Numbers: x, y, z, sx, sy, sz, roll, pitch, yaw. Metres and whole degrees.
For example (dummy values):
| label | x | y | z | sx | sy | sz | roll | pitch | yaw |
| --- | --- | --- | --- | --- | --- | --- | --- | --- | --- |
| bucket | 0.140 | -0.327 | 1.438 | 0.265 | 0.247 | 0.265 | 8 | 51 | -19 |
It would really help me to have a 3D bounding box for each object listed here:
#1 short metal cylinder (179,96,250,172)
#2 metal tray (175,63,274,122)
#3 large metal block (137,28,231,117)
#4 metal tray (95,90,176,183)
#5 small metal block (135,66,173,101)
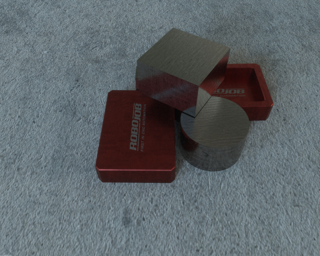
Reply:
| label | x | y | z | sx | sy | sz | roll | pitch | yaw |
| --- | --- | --- | --- | --- | --- | --- | --- | --- | --- |
| short metal cylinder | 0.065 | 0.007 | 0.383 | 0.080 | 0.050 | 0.080 | 0 | 50 | 0 |
| metal tray | 0.085 | -0.052 | 0.446 | 0.131 | 0.030 | 0.090 | -1 | 50 | -1 |
| large metal block | 0.029 | -0.071 | 0.382 | 0.080 | 0.050 | 0.080 | 26 | 55 | 20 |
| metal tray | -0.027 | 0.007 | 0.397 | 0.091 | 0.030 | 0.130 | 1 | 50 | 0 |
| small metal block | -0.008 | -0.060 | 0.439 | 0.050 | 0.050 | 0.025 | 1 | 50 | 0 |
